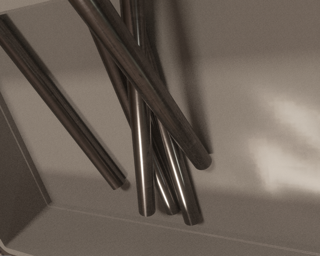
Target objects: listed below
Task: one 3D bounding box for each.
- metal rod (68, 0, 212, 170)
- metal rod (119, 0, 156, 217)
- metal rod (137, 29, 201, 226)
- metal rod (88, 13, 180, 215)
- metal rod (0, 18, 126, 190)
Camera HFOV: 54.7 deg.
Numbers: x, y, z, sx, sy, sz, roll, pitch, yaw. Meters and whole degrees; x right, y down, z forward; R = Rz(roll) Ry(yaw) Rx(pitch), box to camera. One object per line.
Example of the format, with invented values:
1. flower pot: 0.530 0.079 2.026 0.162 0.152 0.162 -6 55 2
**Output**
1. metal rod: -0.008 -0.037 0.300 0.025 0.025 0.300 -3 146 29
2. metal rod: -0.023 -0.006 0.382 0.025 0.025 0.298 12 123 21
3. metal rod: 0.009 0.008 0.407 0.025 0.025 0.298 -3 117 29
4. metal rod: -0.029 -0.005 0.419 0.025 0.025 0.298 -7 115 31
5. metal rod: -0.150 -0.029 0.467 0.025 0.025 0.299 -26 104 37
